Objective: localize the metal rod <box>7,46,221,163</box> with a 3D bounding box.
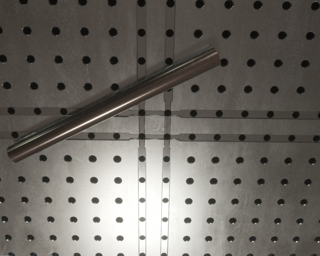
[{"bbox_3d":[-0.065,-0.027,0.402,0.301,0.025,0.025,-25,109,8],"label":"metal rod"}]
